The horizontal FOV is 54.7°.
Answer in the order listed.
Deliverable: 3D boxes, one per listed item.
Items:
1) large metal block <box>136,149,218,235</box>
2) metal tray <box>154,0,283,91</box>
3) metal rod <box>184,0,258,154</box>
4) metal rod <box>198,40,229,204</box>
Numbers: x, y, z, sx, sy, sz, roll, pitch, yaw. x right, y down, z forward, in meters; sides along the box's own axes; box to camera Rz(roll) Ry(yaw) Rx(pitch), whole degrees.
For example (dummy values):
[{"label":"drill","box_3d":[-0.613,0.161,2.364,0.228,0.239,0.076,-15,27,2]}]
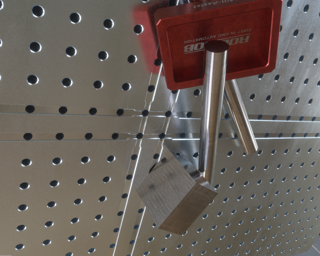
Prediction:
[{"label":"large metal block","box_3d":[0.022,0.092,0.446,0.050,0.080,0.080,31,101,-38]},{"label":"metal tray","box_3d":[0.065,-0.097,0.351,0.131,0.030,0.090,-11,131,1]},{"label":"metal rod","box_3d":[0.090,-0.065,0.422,0.025,0.025,0.299,-36,130,-5]},{"label":"metal rod","box_3d":[0.067,0.020,0.425,0.025,0.025,0.298,-22,138,-16]}]
